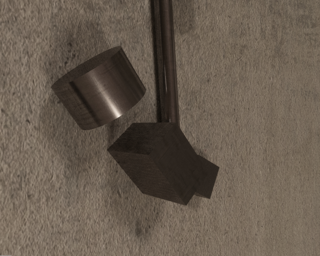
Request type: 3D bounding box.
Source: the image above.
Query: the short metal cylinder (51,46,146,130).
[{"bbox_3d":[-0.062,-0.042,0.318,0.080,0.080,0.050,-45,118,-31],"label":"short metal cylinder"}]

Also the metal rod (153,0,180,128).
[{"bbox_3d":[0.007,-0.109,0.412,0.025,0.025,0.298,-7,94,-40],"label":"metal rod"}]

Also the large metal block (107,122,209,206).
[{"bbox_3d":[-0.003,0.040,0.369,0.050,0.080,0.080,-49,120,-29],"label":"large metal block"}]

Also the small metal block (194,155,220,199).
[{"bbox_3d":[0.056,0.071,0.454,0.050,0.025,0.050,32,70,-36],"label":"small metal block"}]
